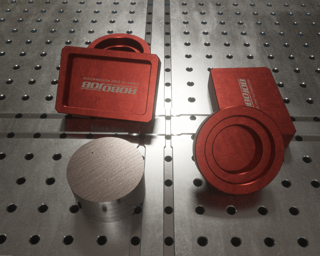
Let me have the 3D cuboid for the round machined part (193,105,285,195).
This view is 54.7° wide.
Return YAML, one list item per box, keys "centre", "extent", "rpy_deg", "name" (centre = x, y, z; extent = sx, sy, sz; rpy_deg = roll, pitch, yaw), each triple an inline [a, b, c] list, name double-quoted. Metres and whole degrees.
- centre: [0.087, 0.024, 0.357]
  extent: [0.099, 0.042, 0.097]
  rpy_deg: [0, 91, -2]
  name: "round machined part"

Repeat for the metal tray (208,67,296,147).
- centre: [0.122, -0.032, 0.433]
  extent: [0.091, 0.030, 0.130]
  rpy_deg: [-2, 50, -2]
  name: "metal tray"

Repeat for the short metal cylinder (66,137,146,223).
- centre: [-0.057, 0.057, 0.343]
  extent: [0.081, 0.050, 0.080]
  rpy_deg: [0, 50, 0]
  name: "short metal cylinder"

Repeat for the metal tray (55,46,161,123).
- centre: [-0.069, -0.058, 0.418]
  extent: [0.131, 0.030, 0.089]
  rpy_deg: [6, 90, 5]
  name: "metal tray"

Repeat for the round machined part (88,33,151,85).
- centre: [-0.063, -0.102, 0.481]
  extent: [0.099, 0.042, 0.098]
  rpy_deg: [0, 50, 0]
  name: "round machined part"
